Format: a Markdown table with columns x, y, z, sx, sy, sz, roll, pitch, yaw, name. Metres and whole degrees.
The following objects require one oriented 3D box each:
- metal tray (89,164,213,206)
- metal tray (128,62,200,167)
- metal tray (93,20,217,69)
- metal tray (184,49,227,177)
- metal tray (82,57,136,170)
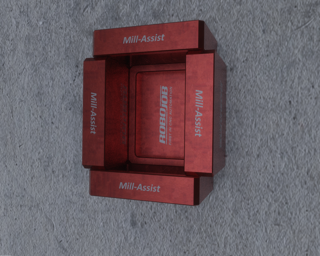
| x | y | z | sx | sy | sz | roll | pitch | yaw | name |
| --- | --- | --- | --- | --- | --- | --- | --- | --- | --- |
| -0.007 | 0.063 | 0.377 | 0.130 | 0.090 | 0.030 | 1 | 91 | 19 | metal tray |
| 0.007 | -0.017 | 0.404 | 0.090 | 0.030 | 0.129 | 1 | 90 | 19 | metal tray |
| -0.003 | -0.096 | 0.375 | 0.130 | 0.090 | 0.030 | 1 | 91 | 19 | metal tray |
| 0.055 | -0.015 | 0.355 | 0.030 | 0.090 | 0.129 | 1 | 90 | 20 | metal tray |
| -0.060 | -0.017 | 0.395 | 0.030 | 0.090 | 0.129 | 1 | 90 | 20 | metal tray |
